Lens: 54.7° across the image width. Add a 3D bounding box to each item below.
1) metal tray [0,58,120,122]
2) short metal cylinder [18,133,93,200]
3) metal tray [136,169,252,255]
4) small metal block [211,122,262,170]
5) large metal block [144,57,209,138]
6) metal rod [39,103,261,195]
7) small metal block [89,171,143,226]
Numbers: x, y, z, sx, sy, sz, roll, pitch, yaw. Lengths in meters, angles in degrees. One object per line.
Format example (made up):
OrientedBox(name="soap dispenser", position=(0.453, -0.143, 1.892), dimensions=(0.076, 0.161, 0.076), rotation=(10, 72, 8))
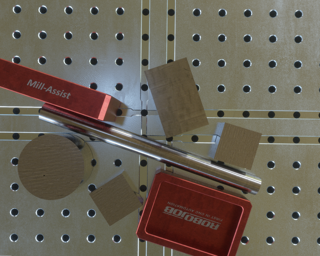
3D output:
OrientedBox(name="metal tray", position=(-0.120, -0.042, 0.379), dimensions=(0.131, 0.090, 0.030), rotation=(19, 90, 0))
OrientedBox(name="short metal cylinder", position=(-0.132, 0.047, 0.399), dimensions=(0.081, 0.050, 0.080), rotation=(0, 90, 0))
OrientedBox(name="metal tray", position=(0.044, 0.117, 0.411), dimensions=(0.131, 0.030, 0.090), rotation=(18, 90, 0))
OrientedBox(name="small metal block", position=(0.101, 0.024, 0.414), dimensions=(0.050, 0.025, 0.050), rotation=(17, 90, 0))
OrientedBox(name="large metal block", position=(0.019, -0.034, 0.387), dimensions=(0.050, 0.080, 0.080), rotation=(-19, 90, 0))
OrientedBox(name="metal rod", position=(-0.012, 0.028, 0.413), dimensions=(0.301, 0.025, 0.025), rotation=(19, 90, 0))
OrientedBox(name="small metal block", position=(-0.057, 0.093, 0.413), dimensions=(0.050, 0.025, 0.050), rotation=(-32, 90, 0))
